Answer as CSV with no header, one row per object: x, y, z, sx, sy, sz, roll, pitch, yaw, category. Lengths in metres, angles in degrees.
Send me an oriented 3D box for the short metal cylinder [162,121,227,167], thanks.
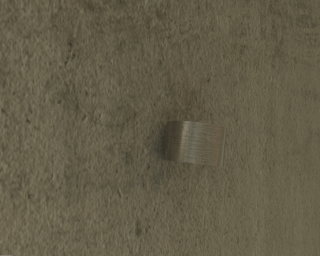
0.046,0.021,0.409,0.081,0.080,0.050,11,83,-40,short metal cylinder
